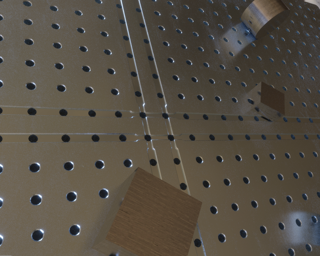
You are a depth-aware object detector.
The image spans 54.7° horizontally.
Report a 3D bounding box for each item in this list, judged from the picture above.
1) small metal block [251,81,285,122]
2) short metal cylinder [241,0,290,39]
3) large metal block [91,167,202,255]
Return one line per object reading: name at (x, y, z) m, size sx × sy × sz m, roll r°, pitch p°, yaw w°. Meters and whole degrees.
small metal block at (0.187, -0.045, 0.537) m, size 0.050 × 0.025 × 0.050 m, roll 25°, pitch 53°, yaw -13°
short metal cylinder at (0.213, -0.227, 0.626) m, size 0.081 × 0.080 × 0.050 m, roll -24°, pitch 75°, yaw -36°
large metal block at (-0.012, 0.101, 0.324) m, size 0.080 × 0.050 × 0.080 m, roll 31°, pitch 52°, yaw -9°
